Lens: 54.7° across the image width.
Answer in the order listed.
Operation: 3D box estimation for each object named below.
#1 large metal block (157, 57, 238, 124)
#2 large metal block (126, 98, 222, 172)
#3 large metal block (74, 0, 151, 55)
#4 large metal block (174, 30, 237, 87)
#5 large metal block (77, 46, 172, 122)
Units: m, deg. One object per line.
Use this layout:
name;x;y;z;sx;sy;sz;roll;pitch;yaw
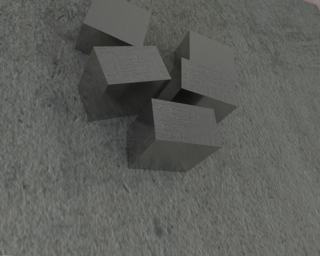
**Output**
large metal block;0.046;-0.039;0.419;0.081;0.080;0.050;15;56;-20
large metal block;0.013;0.013;0.369;0.081;0.080;0.050;8;59;-25
large metal block;-0.065;-0.138;0.438;0.080;0.050;0.080;21;54;-16
large metal block;0.069;-0.094;0.485;0.081;0.050;0.080;16;55;-20
large metal block;-0.046;-0.054;0.378;0.081;0.080;0.050;-11;68;-33
